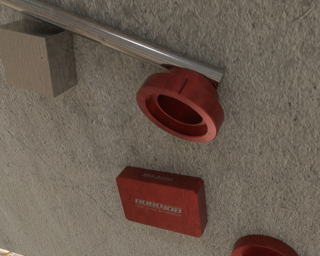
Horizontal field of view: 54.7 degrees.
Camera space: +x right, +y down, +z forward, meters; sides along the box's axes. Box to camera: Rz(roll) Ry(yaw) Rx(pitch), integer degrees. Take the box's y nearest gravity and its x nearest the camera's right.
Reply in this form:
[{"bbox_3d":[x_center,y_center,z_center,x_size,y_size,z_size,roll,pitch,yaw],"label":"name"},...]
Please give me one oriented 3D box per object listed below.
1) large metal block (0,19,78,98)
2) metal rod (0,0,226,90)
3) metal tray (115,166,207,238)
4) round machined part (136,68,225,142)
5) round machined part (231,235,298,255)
[{"bbox_3d":[-0.164,-0.095,0.418,0.080,0.050,0.079,16,125,19],"label":"large metal block"},{"bbox_3d":[-0.067,-0.112,0.372,0.301,0.025,0.025,24,127,13],"label":"metal rod"},{"bbox_3d":[0.003,0.110,0.471,0.130,0.030,0.089,5,121,25],"label":"metal tray"},{"bbox_3d":[0.026,-0.029,0.347,0.098,0.042,0.098,25,157,12],"label":"round machined part"},{"bbox_3d":[0.149,0.204,0.444,0.098,0.042,0.097,13,124,21],"label":"round machined part"}]
